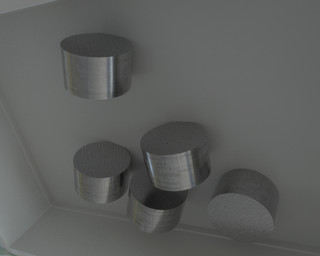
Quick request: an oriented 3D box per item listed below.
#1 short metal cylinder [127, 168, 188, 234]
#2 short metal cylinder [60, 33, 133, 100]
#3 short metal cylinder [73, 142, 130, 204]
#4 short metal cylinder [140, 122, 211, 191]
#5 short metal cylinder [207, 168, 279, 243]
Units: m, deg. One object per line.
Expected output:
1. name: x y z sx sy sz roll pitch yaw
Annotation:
1. short metal cylinder: -0.005 0.100 0.438 0.080 0.080 0.050 21 127 15
2. short metal cylinder: -0.073 -0.075 0.366 0.080 0.080 0.050 18 126 18
3. short metal cylinder: -0.085 0.064 0.458 0.080 0.080 0.050 19 126 17
4. short metal cylinder: 0.020 0.033 0.383 0.080 0.080 0.050 3 120 27
5. short metal cylinder: 0.107 0.099 0.397 0.080 0.050 0.079 13 124 21
